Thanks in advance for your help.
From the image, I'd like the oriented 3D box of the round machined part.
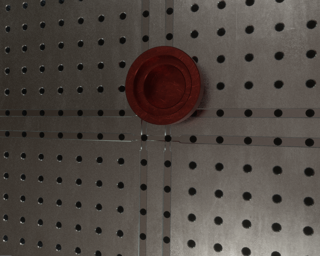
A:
[{"bbox_3d":[0.008,-0.052,0.400,0.098,0.042,0.097,0,90,19],"label":"round machined part"}]
